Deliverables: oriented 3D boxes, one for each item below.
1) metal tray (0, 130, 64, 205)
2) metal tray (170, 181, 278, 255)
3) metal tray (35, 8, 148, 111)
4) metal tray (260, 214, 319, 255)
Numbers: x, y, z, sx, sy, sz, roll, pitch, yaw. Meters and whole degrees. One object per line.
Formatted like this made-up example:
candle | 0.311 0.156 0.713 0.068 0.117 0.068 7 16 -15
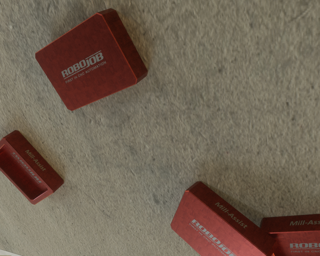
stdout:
metal tray | -0.252 0.077 0.580 0.090 0.030 0.130 -33 101 38
metal tray | 0.081 0.146 0.427 0.130 0.030 0.089 37 131 25
metal tray | -0.091 -0.082 0.399 0.130 0.030 0.090 -17 110 34
metal tray | 0.203 0.153 0.390 0.130 0.030 0.090 -16 110 34
